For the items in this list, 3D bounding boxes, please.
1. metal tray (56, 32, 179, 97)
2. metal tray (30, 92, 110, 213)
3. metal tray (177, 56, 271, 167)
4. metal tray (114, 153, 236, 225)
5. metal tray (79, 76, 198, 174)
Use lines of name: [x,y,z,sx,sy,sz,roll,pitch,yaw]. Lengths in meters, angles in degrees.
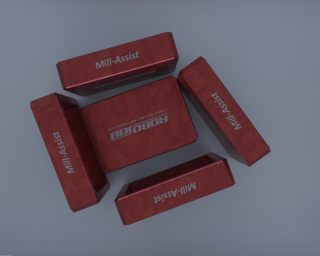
metal tray: [-0.046,-0.073,0.376,0.131,0.090,0.030,-16,90,-1]
metal tray: [-0.104,0.026,0.375,0.030,0.090,0.129,-21,90,0]
metal tray: [0.072,-0.019,0.378,0.030,0.090,0.130,-36,90,1]
metal tray: [0.016,0.069,0.377,0.131,0.090,0.030,-20,90,-1]
metal tray: [-0.027,-0.004,0.406,0.131,0.030,0.090,-20,90,-1]
